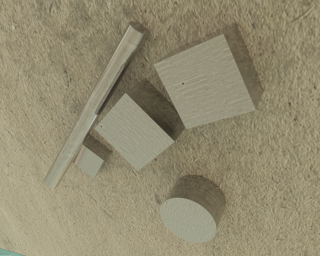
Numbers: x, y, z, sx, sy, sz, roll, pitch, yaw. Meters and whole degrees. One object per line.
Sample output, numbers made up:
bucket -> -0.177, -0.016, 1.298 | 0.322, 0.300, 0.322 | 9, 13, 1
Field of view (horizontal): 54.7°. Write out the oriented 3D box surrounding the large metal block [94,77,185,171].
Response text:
large metal block -> -0.024, -0.004, 0.401 | 0.080, 0.050, 0.080 | 45, 129, -4

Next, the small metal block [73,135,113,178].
small metal block -> -0.110, 0.044, 0.492 | 0.050, 0.025, 0.050 | 37, 129, 3

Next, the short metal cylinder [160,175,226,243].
short metal cylinder -> 0.047, 0.113, 0.436 | 0.080, 0.050, 0.079 | 13, 124, 21

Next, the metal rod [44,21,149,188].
metal rod -> -0.100, -0.013, 0.428 | 0.025, 0.025, 0.298 | 39, 122, 2

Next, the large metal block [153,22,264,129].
large metal block -> 0.053, -0.053, 0.330 | 0.080, 0.050, 0.080 | -16, 110, 34
